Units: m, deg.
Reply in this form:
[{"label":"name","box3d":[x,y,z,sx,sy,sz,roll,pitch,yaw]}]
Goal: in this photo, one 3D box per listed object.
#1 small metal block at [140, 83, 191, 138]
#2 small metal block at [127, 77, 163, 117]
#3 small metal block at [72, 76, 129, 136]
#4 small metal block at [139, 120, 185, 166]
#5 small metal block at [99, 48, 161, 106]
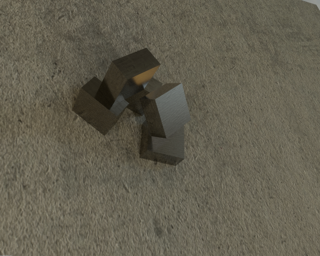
[{"label":"small metal block","box3d":[0.008,-0.022,0.377,0.050,0.025,0.050,-36,119,-39]},{"label":"small metal block","box3d":[-0.032,-0.048,0.403,0.050,0.050,0.025,28,52,-11]},{"label":"small metal block","box3d":[-0.072,-0.025,0.367,0.050,0.050,0.025,39,51,-3]},{"label":"small metal block","box3d":[0.003,0.017,0.398,0.050,0.025,0.050,15,56,-20]},{"label":"small metal block","box3d":[-0.034,-0.056,0.342,0.050,0.050,0.025,-33,81,-38]}]
